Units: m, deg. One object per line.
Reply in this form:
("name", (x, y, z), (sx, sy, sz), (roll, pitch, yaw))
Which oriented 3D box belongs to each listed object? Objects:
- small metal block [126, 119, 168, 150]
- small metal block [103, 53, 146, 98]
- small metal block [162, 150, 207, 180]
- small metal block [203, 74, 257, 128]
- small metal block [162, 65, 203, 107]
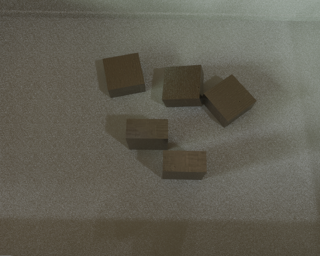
("small metal block", (-0.015, 0.009, 0.393), (0.050, 0.050, 0.025), (1, 70, 0))
("small metal block", (-0.050, -0.074, 0.436), (0.050, 0.025, 0.050), (-11, 70, -4))
("small metal block", (0.028, 0.046, 0.379), (0.050, 0.050, 0.025), (1, 70, 0))
("small metal block", (0.093, -0.037, 0.424), (0.050, 0.025, 0.050), (-35, 74, -12))
("small metal block", (0.032, -0.057, 0.424), (0.050, 0.025, 0.050), (-1, 69, 16))
